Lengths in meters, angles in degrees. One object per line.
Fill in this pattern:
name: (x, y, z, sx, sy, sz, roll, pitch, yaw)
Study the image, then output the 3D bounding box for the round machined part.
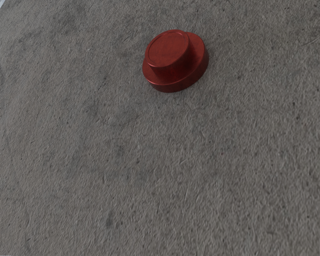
round machined part: (0.017, -0.103, 0.448, 0.098, 0.042, 0.098, -13, 56, 21)
